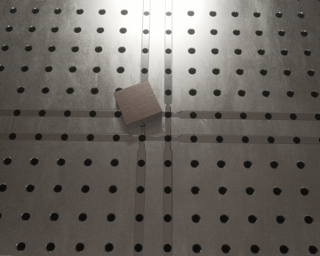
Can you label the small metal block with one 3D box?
[{"bbox_3d":[-0.030,-0.031,0.423,0.050,0.025,0.050,-21,72,-8],"label":"small metal block"}]
